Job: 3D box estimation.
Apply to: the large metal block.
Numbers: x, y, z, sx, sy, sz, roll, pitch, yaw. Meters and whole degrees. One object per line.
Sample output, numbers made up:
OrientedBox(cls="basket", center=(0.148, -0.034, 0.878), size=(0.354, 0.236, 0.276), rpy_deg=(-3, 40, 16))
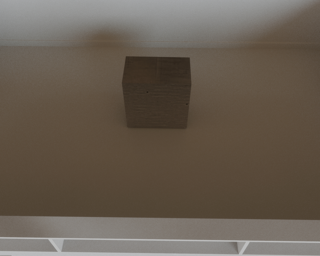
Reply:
OrientedBox(cls="large metal block", center=(-0.003, -0.045, 0.405), size=(0.080, 0.080, 0.050), rpy_deg=(1, 50, 0))
